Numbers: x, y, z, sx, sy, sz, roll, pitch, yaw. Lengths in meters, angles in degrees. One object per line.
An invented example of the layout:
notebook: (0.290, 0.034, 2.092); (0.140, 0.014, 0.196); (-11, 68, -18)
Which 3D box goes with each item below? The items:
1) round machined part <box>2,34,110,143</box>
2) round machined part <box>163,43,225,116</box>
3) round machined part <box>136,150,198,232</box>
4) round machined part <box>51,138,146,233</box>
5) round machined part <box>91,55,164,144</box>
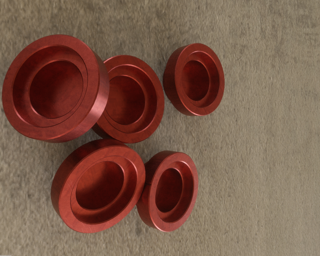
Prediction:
round machined part: (-0.093, -0.034, 0.292); (0.042, 0.098, 0.098); (37, 62, -71)
round machined part: (0.043, -0.065, 0.432); (0.099, 0.042, 0.097); (0, 90, -40)
round machined part: (0.004, 0.077, 0.392); (0.099, 0.042, 0.097); (-7, 99, -49)
round machined part: (-0.067, 0.056, 0.327); (0.099, 0.042, 0.097); (-19, 120, -35)
round machined part: (-0.045, -0.031, 0.355); (0.099, 0.042, 0.097); (2, 86, -40)
